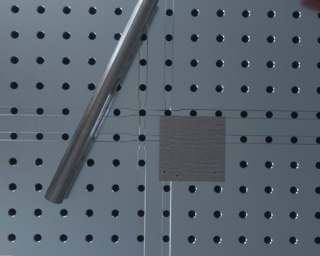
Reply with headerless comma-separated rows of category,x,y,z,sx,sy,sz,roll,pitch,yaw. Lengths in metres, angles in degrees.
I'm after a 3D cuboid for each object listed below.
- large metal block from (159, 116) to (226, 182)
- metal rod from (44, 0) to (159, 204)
large metal block,0.039,0.025,0.401,0.081,0.050,0.079,1,90,-1
metal rod,-0.077,-0.040,0.412,0.025,0.025,0.299,25,90,-1
